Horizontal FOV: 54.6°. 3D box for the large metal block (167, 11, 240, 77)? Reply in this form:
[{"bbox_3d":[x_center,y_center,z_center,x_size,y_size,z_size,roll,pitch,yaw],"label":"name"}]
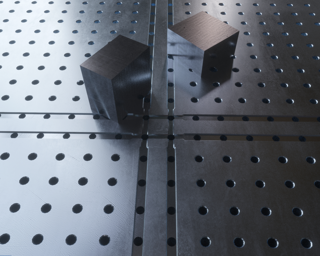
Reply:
[{"bbox_3d":[0.069,-0.140,0.510,0.080,0.050,0.080,-34,58,-25],"label":"large metal block"}]

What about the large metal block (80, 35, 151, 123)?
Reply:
[{"bbox_3d":[-0.057,-0.068,0.429,0.050,0.080,0.080,27,55,21],"label":"large metal block"}]
